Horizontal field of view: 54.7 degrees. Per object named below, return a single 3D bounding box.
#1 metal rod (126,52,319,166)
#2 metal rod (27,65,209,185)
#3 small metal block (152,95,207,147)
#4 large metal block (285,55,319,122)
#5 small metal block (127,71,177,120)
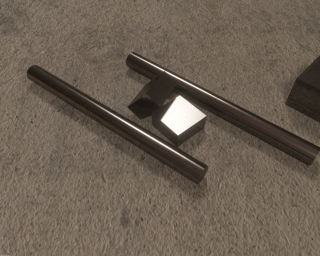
[{"bbox_3d":[0.072,-0.037,0.435,0.300,0.025,0.025,32,57,23],"label":"metal rod"},{"bbox_3d":[-0.071,-0.015,0.414,0.300,0.025,0.025,30,56,22],"label":"metal rod"},{"bbox_3d":[0.025,-0.010,0.412,0.050,0.025,0.050,-33,58,-25],"label":"small metal block"},{"bbox_3d":[0.239,-0.052,0.434,0.080,0.050,0.080,36,58,26],"label":"large metal block"},{"bbox_3d":[-0.011,-0.044,0.421,0.025,0.050,0.050,44,54,-14],"label":"small metal block"}]
